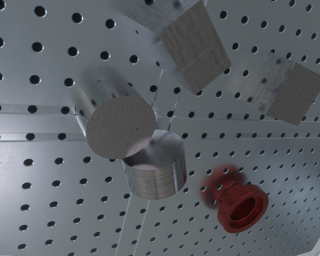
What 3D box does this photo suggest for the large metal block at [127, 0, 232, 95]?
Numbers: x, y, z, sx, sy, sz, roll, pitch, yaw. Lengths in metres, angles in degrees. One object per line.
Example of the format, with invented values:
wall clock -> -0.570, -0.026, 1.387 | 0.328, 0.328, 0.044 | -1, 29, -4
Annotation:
large metal block -> 0.020, -0.093, 0.329 | 0.050, 0.080, 0.080 | -40, 129, -1

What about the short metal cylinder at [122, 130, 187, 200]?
short metal cylinder -> -0.007, 0.045, 0.400 | 0.081, 0.080, 0.050 | -19, 126, -17

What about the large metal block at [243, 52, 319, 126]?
large metal block -> 0.185, -0.057, 0.461 | 0.081, 0.050, 0.080 | 13, 112, -34

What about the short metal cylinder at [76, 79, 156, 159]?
short metal cylinder -> -0.052, -0.011, 0.360 | 0.081, 0.050, 0.079 | -14, 124, -21

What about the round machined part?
round machined part -> 0.146, 0.141, 0.567 | 0.099, 0.042, 0.097 | -14, 124, -21
